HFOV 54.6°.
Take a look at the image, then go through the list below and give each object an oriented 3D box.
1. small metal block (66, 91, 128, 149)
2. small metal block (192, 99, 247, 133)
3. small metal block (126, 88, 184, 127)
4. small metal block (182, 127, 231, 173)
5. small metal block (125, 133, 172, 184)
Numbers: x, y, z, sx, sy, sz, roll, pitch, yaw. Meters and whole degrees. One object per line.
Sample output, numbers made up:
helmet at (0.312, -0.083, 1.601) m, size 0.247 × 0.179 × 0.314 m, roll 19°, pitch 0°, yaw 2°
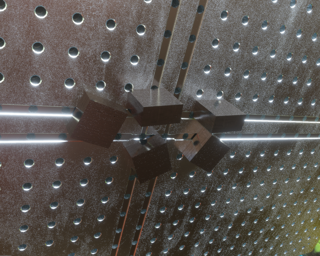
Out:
small metal block at (-0.074, -0.009, 0.365) m, size 0.050 × 0.025 × 0.050 m, roll 21°, pitch 107°, yaw -36°
small metal block at (0.081, -0.017, 0.427) m, size 0.050 × 0.050 × 0.025 m, roll -4°, pitch 120°, yaw -27°
small metal block at (-0.007, -0.026, 0.374) m, size 0.050 × 0.050 × 0.025 m, roll -6°, pitch 121°, yaw -25°
small metal block at (0.070, 0.034, 0.470) m, size 0.050 × 0.025 × 0.050 m, roll 32°, pitch 100°, yaw -38°
small metal block at (-0.015, 0.043, 0.429) m, size 0.050 × 0.025 × 0.050 m, roll -23°, pitch 127°, yaw -15°
